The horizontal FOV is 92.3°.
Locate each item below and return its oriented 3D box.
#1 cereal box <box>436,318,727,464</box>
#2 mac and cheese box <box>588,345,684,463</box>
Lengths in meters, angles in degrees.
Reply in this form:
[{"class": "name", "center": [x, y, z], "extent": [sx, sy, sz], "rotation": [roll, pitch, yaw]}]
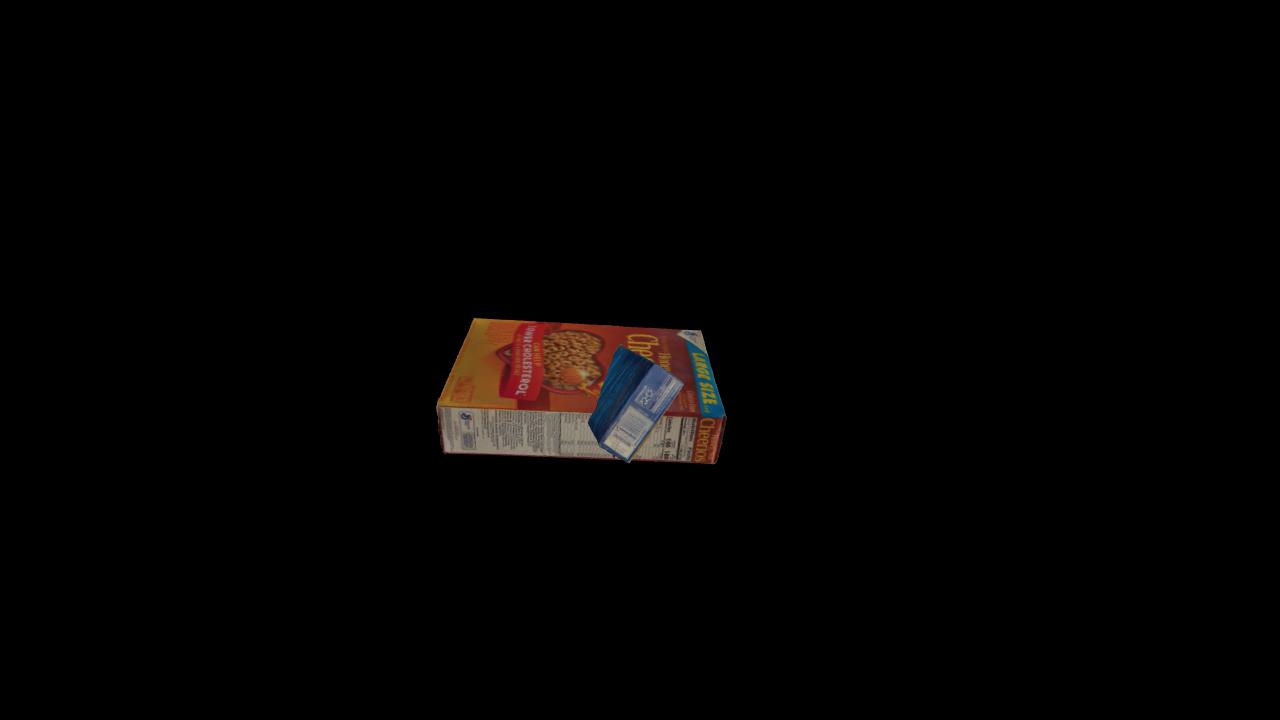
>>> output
[{"class": "cereal box", "center": [-0.064, 0.030, 0.738], "extent": [0.306, 0.081, 0.203], "rotation": [3, 30, -4]}, {"class": "mac and cheese box", "center": [-0.016, 0.039, 0.645], "extent": [0.041, 0.093, 0.184], "rotation": [33, 0, -13]}]
